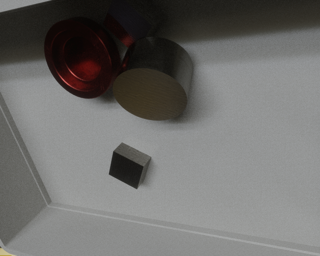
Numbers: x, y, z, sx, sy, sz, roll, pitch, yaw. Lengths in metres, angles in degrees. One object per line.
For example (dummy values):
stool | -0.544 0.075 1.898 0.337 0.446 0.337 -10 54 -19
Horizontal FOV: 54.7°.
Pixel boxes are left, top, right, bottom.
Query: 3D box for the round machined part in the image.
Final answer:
round machined part | -0.092 -0.089 0.389 0.098 0.042 0.097 13 124 20

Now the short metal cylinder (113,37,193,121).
short metal cylinder | -0.006 -0.053 0.344 0.080 0.050 0.080 8 143 7

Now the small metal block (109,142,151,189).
small metal block | -0.046 0.057 0.466 0.050 0.025 0.050 26 127 12

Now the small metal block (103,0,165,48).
small metal block | -0.030 -0.119 0.341 0.050 0.025 0.050 43 146 -3
